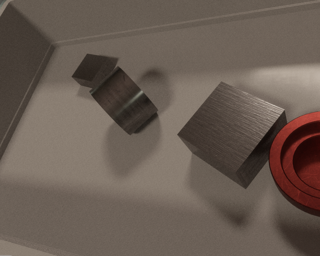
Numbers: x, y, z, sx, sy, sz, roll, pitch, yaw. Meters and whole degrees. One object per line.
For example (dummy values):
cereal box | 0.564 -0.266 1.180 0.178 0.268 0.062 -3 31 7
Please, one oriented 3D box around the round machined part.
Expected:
round machined part | 0.156 0.036 0.291 0.098 0.042 0.098 -13 56 20

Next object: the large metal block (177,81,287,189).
large metal block | 0.081 0.006 0.343 0.080 0.050 0.080 34 80 38

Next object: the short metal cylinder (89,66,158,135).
short metal cylinder | -0.048 -0.036 0.416 0.050 0.080 0.080 -42 51 -1

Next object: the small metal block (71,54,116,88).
small metal block | -0.112 -0.095 0.520 0.050 0.025 0.050 17 70 34
